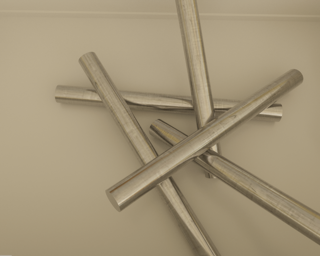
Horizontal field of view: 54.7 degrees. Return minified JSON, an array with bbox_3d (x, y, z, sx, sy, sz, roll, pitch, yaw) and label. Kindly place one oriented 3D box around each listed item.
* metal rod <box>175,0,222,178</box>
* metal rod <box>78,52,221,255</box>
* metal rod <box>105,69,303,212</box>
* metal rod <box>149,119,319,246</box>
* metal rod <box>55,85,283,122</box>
[{"bbox_3d":[0.043,-0.086,0.376,0.025,0.025,0.298,-11,96,-4],"label":"metal rod"},{"bbox_3d":[-0.017,0.032,0.381,0.025,0.025,0.299,-30,79,-11],"label":"metal rod"},{"bbox_3d":[0.071,0.000,0.362,0.302,0.025,0.025,-31,73,-26],"label":"metal rod"},{"bbox_3d":[0.098,0.063,0.324,0.300,0.025,0.025,32,71,36],"label":"metal rod"},{"bbox_3d":[0.011,-0.034,0.422,0.302,0.025,0.025,5,70,1],"label":"metal rod"}]
